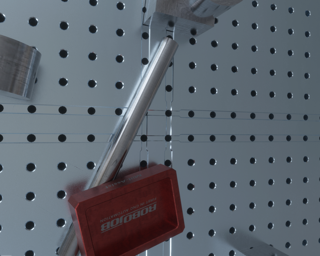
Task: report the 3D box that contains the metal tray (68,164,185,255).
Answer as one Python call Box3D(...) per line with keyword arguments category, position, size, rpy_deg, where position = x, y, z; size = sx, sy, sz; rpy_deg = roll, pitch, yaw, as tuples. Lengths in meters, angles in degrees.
Box3D(category="metal tray", position=(-0.036, 0.106, 0.378), size=(0.131, 0.030, 0.089), rpy_deg=(-16, 104, -29))

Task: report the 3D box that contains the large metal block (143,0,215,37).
Box3D(category="large metal block", position=(0.028, -0.175, 0.409), size=(0.081, 0.050, 0.080), rpy_deg=(7, 88, -20))

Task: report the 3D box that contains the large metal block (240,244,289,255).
Box3D(category="large metal block", position=(0.163, 0.225, 0.444), size=(0.050, 0.080, 0.080), rpy_deg=(-7, 93, -20))

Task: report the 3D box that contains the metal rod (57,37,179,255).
Box3D(category="metal rod", position=(-0.049, 0.019, 0.394), size=(0.025, 0.025, 0.299), rpy_deg=(28, 81, -18))

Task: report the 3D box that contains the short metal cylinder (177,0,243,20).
Box3D(category="short metal cylinder", position=(0.062, -0.176, 0.368), size=(0.081, 0.050, 0.080), rpy_deg=(0, 90, -20))

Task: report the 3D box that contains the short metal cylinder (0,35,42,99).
Box3D(category="short metal cylinder", position=(-0.171, -0.063, 0.320), size=(0.081, 0.080, 0.050), rpy_deg=(13, 86, -20))
